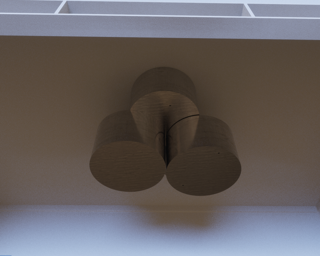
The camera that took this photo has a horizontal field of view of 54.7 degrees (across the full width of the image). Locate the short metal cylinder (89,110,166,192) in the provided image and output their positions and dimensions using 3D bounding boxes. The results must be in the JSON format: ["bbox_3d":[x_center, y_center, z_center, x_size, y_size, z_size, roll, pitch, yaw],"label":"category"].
[{"bbox_3d":[-0.034,0.027,0.347,0.081,0.050,0.079,0,130,0],"label":"short metal cylinder"}]

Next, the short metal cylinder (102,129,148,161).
[{"bbox_3d":[-0.040,0.026,0.412,0.081,0.050,0.079,0,130,0],"label":"short metal cylinder"}]

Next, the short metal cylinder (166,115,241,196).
[{"bbox_3d":[0.047,0.032,0.351,0.081,0.050,0.079,0,130,0],"label":"short metal cylinder"}]

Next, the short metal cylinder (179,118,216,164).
[{"bbox_3d":[0.042,0.030,0.416,0.081,0.050,0.079,0,130,0],"label":"short metal cylinder"}]

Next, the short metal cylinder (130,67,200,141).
[{"bbox_3d":[0.005,-0.025,0.370,0.081,0.050,0.079,0,130,0],"label":"short metal cylinder"}]
